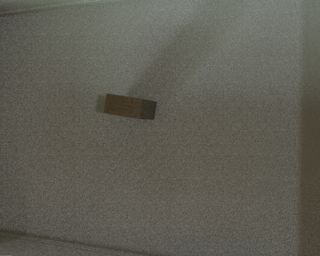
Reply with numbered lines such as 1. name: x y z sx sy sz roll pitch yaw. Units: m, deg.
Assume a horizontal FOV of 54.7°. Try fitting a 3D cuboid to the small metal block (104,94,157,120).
1. small metal block: -0.038 -0.028 0.410 0.050 0.050 0.025 10 94 19
